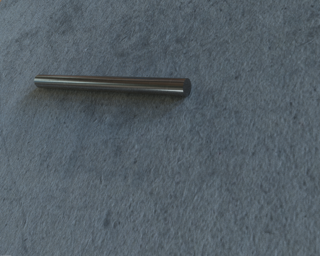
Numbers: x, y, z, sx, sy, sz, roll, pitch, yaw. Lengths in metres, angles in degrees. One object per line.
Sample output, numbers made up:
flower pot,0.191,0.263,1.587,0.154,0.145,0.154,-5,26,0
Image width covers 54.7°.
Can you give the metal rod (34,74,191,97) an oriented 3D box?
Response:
metal rod,-0.092,-0.070,0.493,0.300,0.025,0.025,7,65,30
